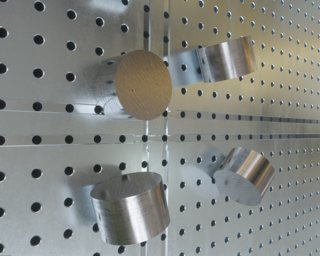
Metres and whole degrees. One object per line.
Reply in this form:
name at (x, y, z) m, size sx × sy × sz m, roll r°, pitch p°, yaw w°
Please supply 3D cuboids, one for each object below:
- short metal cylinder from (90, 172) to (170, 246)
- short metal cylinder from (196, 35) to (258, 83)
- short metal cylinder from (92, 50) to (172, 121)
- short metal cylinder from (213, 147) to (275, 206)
short metal cylinder at (-0.033, 0.087, 0.348) m, size 0.081 × 0.080 × 0.050 m, roll -19°, pitch 102°, yaw -39°
short metal cylinder at (0.098, -0.102, 0.458) m, size 0.081 × 0.080 × 0.050 m, roll -25°, pitch 106°, yaw -37°
short metal cylinder at (-0.032, -0.048, 0.367) m, size 0.081 × 0.050 × 0.079 m, roll 0°, pitch 90°, yaw -40°
short metal cylinder at (0.132, 0.077, 0.487) m, size 0.050 × 0.080 × 0.080 m, roll -48°, pitch 119°, yaw -29°
